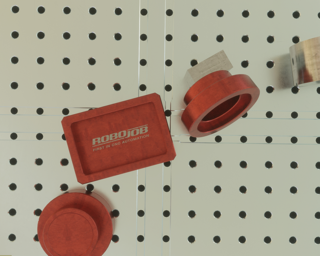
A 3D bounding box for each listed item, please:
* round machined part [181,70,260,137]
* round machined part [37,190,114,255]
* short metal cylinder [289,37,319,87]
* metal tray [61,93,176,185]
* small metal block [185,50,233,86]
[{"bbox_3d":[0.069,-0.033,0.382,0.098,0.098,0.042,-30,67,0],"label":"round machined part"},{"bbox_3d":[-0.111,0.133,0.403,0.099,0.042,0.097,0,90,-1],"label":"round machined part"},{"bbox_3d":[0.208,-0.084,0.389,0.081,0.080,0.050,-7,90,0],"label":"short metal cylinder"},{"bbox_3d":[-0.053,0.013,0.410,0.131,0.030,0.089,-15,90,-1],"label":"metal tray"},{"bbox_3d":[0.061,-0.072,0.401,0.050,0.050,0.025,-30,89,0],"label":"small metal block"}]
